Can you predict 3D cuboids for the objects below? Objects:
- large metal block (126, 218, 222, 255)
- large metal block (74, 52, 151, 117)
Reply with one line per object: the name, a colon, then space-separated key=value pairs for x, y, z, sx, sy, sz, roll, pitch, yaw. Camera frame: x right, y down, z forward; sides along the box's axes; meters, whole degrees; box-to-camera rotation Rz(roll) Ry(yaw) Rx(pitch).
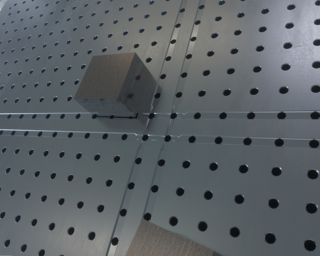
large metal block: x=0.008 y=0.145 z=0.299 sx=0.080 sy=0.050 sz=0.080 roll=14 pitch=69 yaw=33
large metal block: x=-0.071 y=-0.064 z=0.470 sx=0.080 sy=0.050 sz=0.080 roll=3 pitch=63 yaw=29
